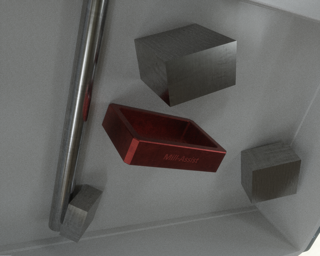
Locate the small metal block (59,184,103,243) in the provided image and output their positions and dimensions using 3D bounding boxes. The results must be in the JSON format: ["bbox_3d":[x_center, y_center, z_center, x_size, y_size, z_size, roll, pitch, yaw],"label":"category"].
[{"bbox_3d":[-0.102,0.110,0.403,0.025,0.050,0.050,23,111,4],"label":"small metal block"}]

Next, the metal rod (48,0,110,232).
[{"bbox_3d":[-0.097,-0.001,0.355,0.025,0.025,0.298,2,118,-30],"label":"metal rod"}]

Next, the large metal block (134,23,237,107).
[{"bbox_3d":[0.027,-0.074,0.344,0.081,0.080,0.050,-20,126,-17],"label":"large metal block"}]

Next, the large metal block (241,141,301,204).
[{"bbox_3d":[0.187,0.077,0.532,0.081,0.050,0.080,-13,126,-2],"label":"large metal block"}]

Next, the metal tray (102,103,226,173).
[{"bbox_3d":[0.005,0.012,0.378,0.131,0.090,0.030,10,113,-33],"label":"metal tray"}]
